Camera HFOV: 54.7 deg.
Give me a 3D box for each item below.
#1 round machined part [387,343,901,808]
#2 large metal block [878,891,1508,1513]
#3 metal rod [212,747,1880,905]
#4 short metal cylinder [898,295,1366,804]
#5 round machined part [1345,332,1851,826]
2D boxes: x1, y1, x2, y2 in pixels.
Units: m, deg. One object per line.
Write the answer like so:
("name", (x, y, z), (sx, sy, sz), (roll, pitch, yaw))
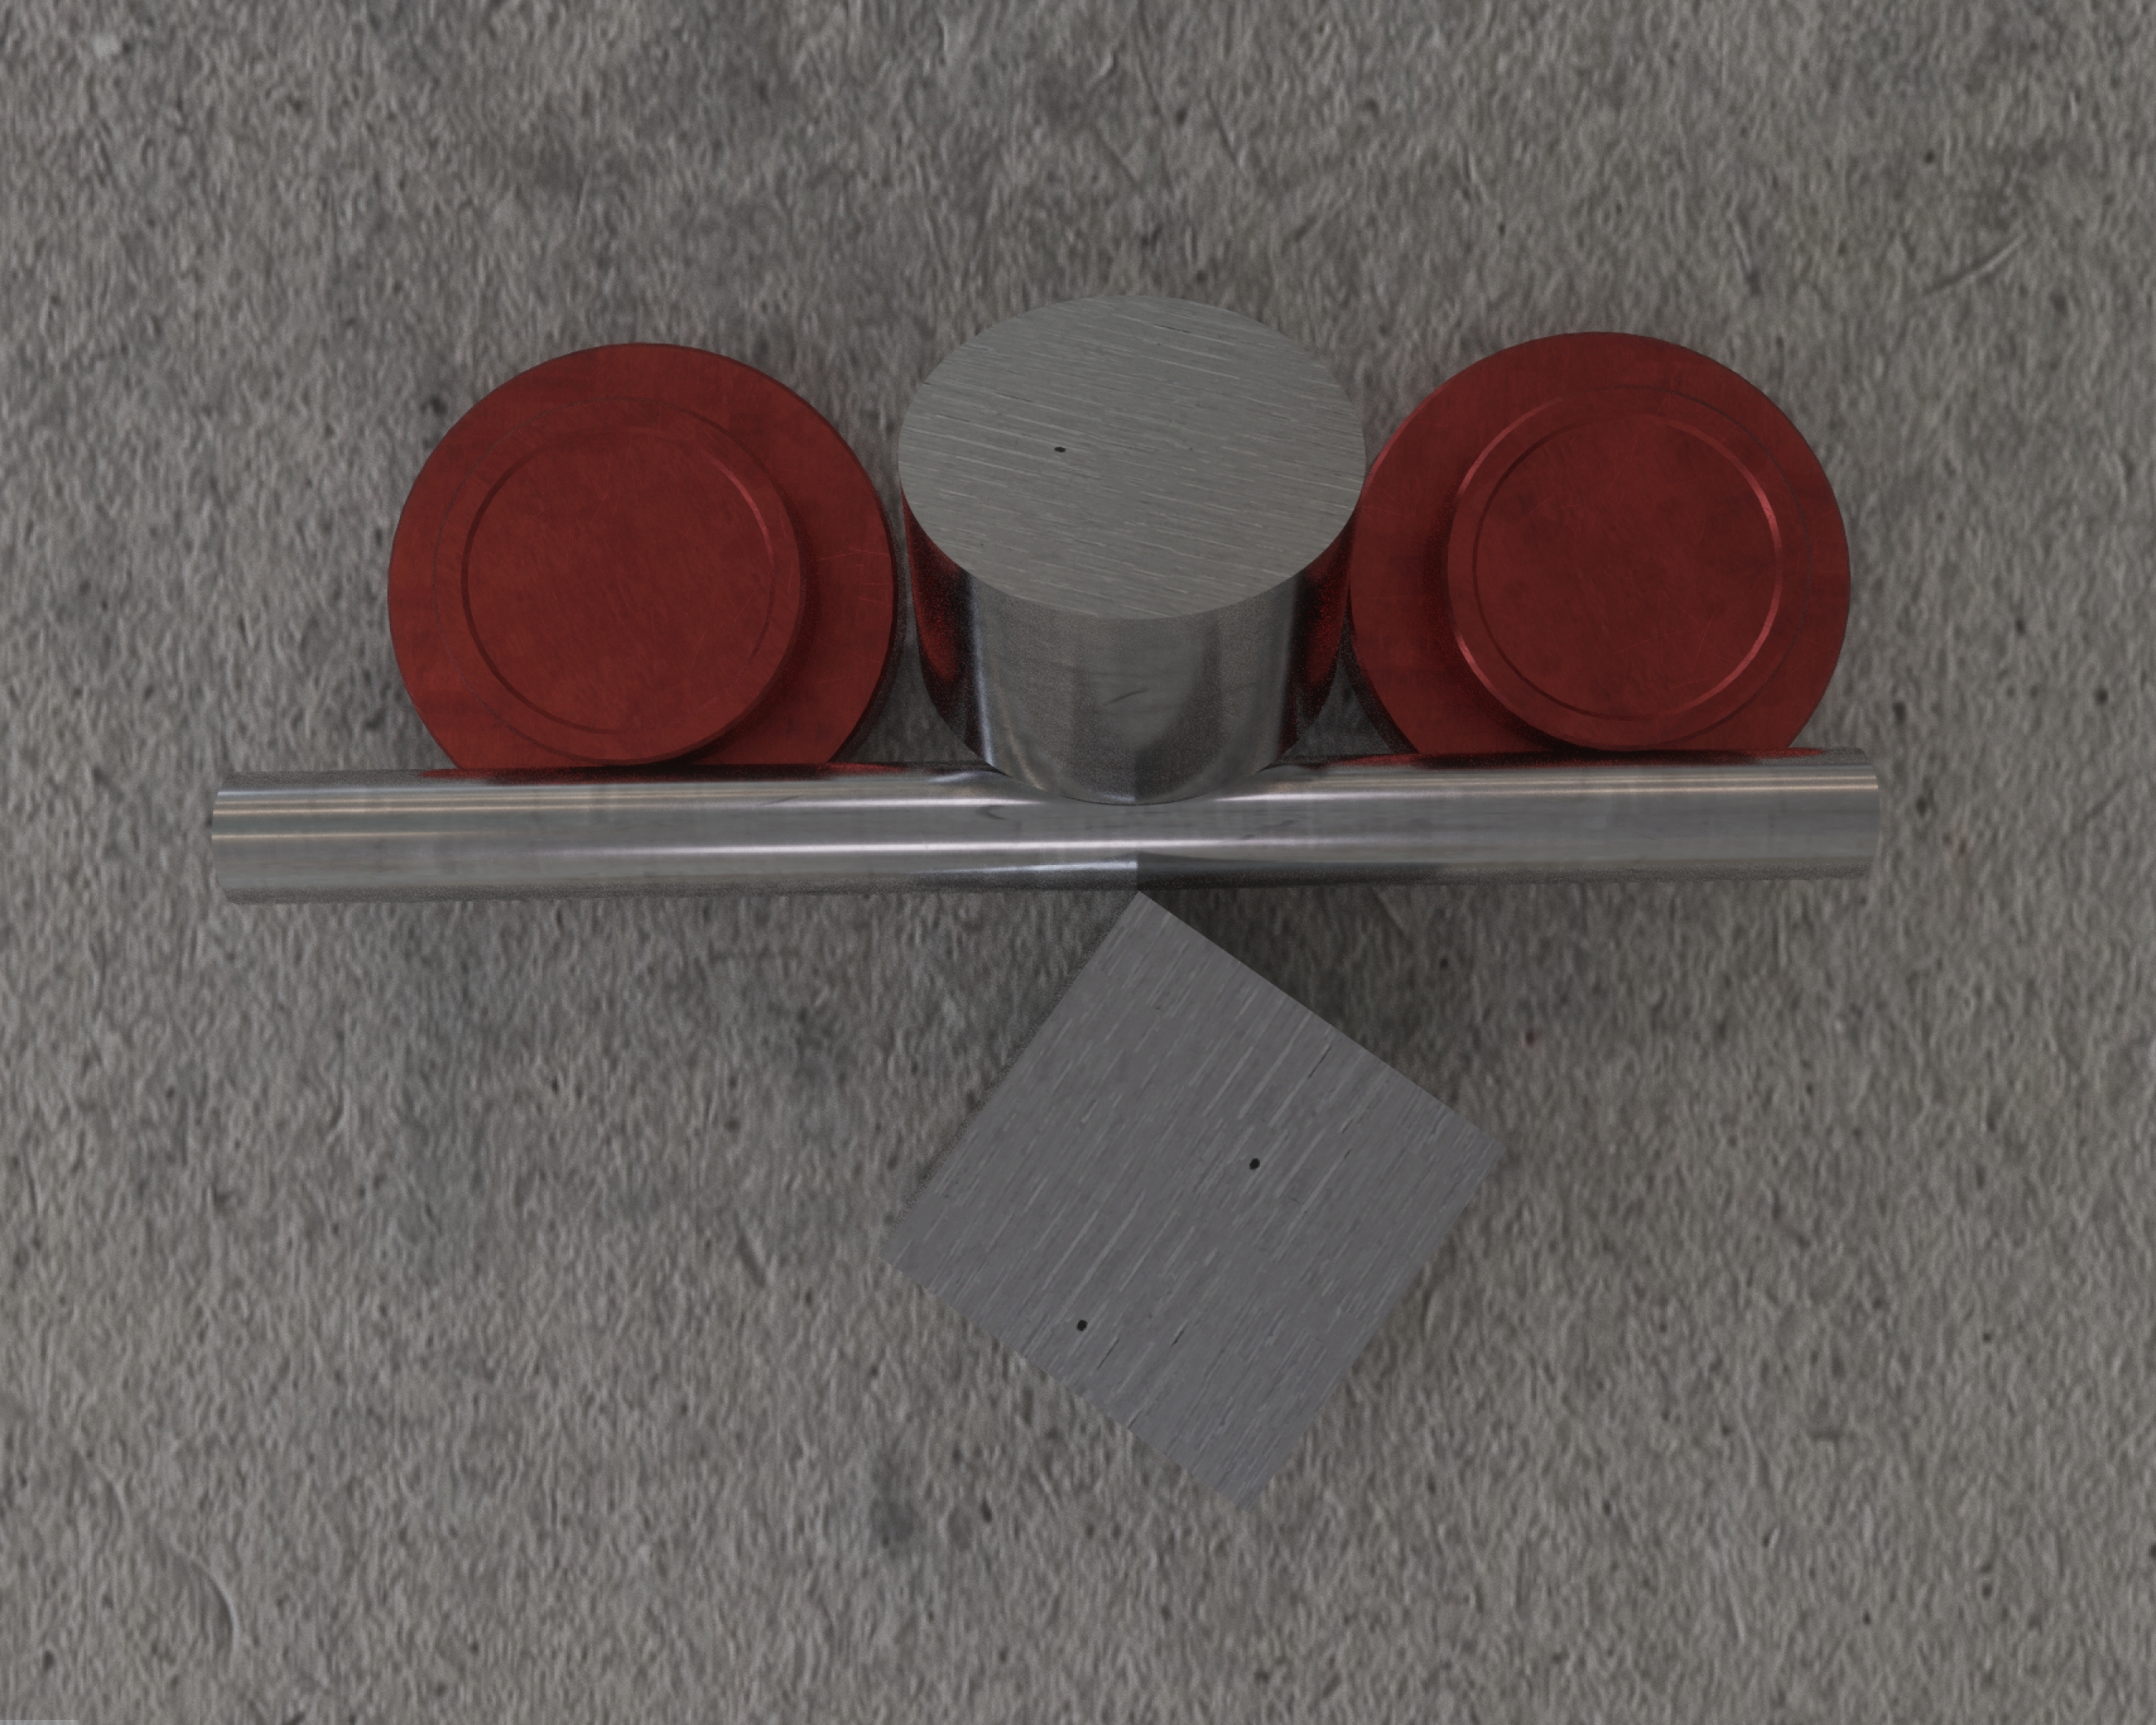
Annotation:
("round machined part", (-0.084, -0.052, 0.401), (0.099, 0.042, 0.097), (0, 90, 0))
("large metal block", (0.021, 0.060, 0.397), (0.080, 0.050, 0.080), (35, 90, 0))
("metal rod", (-0.005, -0.007, 0.390), (0.302, 0.025, 0.025), (-1, 90, 0))
("short metal cylinder", (0.010, -0.057, 0.380), (0.080, 0.050, 0.080), (0, 55, 0))
("round machined part", (0.101, -0.054, 0.404), (0.099, 0.042, 0.097), (0, 90, 0))
